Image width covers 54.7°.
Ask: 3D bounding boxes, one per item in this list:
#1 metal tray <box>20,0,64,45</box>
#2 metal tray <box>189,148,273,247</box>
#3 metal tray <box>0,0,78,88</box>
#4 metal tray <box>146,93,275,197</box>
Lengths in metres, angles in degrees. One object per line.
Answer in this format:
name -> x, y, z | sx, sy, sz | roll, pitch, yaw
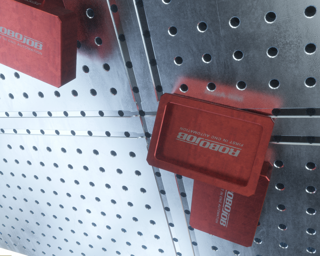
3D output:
metal tray -> -0.184, -0.142, 0.414 | 0.130, 0.030, 0.089 | 0, 119, 28
metal tray -> 0.091, 0.094, 0.418 | 0.090, 0.030, 0.129 | 14, 124, 19
metal tray -> -0.166, -0.114, 0.383 | 0.130, 0.030, 0.089 | 23, 127, 13
metal tray -> 0.056, 0.016, 0.363 | 0.130, 0.030, 0.089 | 16, 99, 19
